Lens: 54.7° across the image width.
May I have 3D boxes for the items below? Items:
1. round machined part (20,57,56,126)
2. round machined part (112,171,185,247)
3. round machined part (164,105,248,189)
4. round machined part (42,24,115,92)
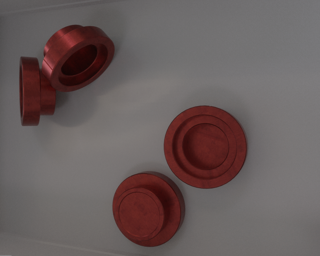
[{"bbox_3d":[-0.177,-0.052,0.446,0.098,0.042,0.097,6,96,63],"label":"round machined part"},{"bbox_3d":[-0.020,0.108,0.408,0.098,0.042,0.097,0,90,20],"label":"round machined part"},{"bbox_3d":[0.058,0.022,0.381,0.098,0.042,0.097,0,90,20],"label":"round machined part"},{"bbox_3d":[-0.113,-0.097,0.411,0.098,0.098,0.042,-44,76,15],"label":"round machined part"}]
